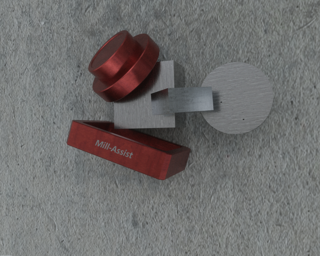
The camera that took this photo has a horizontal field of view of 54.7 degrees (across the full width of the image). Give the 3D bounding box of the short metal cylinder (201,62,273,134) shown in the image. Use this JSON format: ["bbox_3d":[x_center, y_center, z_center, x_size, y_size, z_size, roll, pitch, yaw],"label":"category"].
[{"bbox_3d":[0.091,-0.033,0.366,0.080,0.050,0.080,0,90,20],"label":"short metal cylinder"}]

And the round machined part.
[{"bbox_3d":[-0.051,-0.083,0.389,0.098,0.098,0.042,-38,122,16],"label":"round machined part"}]

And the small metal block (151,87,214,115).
[{"bbox_3d":[0.023,-0.029,0.340,0.050,0.050,0.025,-5,91,-22],"label":"small metal block"}]

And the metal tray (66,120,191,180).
[{"bbox_3d":[-0.036,0.023,0.388,0.130,0.090,0.030,18,96,19],"label":"metal tray"}]

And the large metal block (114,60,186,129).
[{"bbox_3d":[-0.012,-0.040,0.402,0.080,0.050,0.080,-2,90,20],"label":"large metal block"}]
